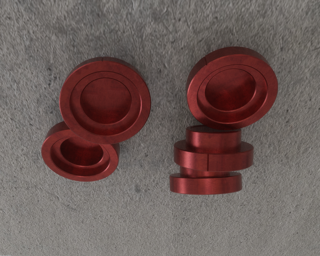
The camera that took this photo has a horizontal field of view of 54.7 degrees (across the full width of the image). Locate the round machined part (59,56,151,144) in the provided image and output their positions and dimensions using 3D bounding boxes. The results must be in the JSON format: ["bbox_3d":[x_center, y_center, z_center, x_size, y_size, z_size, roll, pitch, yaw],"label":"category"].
[{"bbox_3d":[-0.061,-0.034,0.355,0.099,0.042,0.097,-4,116,-8],"label":"round machined part"}]

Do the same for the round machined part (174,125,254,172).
[{"bbox_3d":[0.066,0.021,0.388,0.099,0.098,0.042,0,99,0],"label":"round machined part"}]

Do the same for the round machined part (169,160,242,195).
[{"bbox_3d":[0.062,0.063,0.428,0.099,0.098,0.042,-2,86,1],"label":"round machined part"}]

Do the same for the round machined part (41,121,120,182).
[{"bbox_3d":[-0.103,0.025,0.416,0.099,0.042,0.097,0,131,0],"label":"round machined part"}]

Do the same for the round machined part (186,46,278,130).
[{"bbox_3d":[0.079,-0.048,0.354,0.099,0.042,0.097,0,128,0],"label":"round machined part"}]
